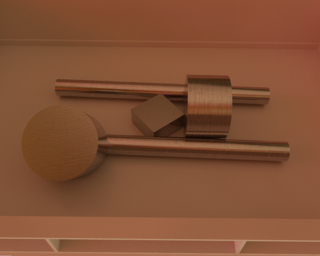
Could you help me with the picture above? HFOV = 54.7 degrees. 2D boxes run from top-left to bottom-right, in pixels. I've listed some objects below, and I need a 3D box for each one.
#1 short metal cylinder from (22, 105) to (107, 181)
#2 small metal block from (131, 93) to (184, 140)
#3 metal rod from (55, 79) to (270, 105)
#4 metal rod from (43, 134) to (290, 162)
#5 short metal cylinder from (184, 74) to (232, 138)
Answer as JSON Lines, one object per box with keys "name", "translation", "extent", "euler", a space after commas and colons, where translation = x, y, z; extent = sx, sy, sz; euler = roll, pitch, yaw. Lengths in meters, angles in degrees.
{"name": "short metal cylinder", "translation": [-0.104, 0.018, 0.348], "extent": [0.081, 0.050, 0.080], "euler": [0, 84, 1]}
{"name": "small metal block", "translation": [-0.003, -0.013, 0.414], "extent": [0.050, 0.025, 0.050], "euler": [-31, 57, -24]}
{"name": "metal rod", "translation": [0.003, -0.052, 0.446], "extent": [0.302, 0.025, 0.025], "euler": [3, 50, 1]}
{"name": "metal rod", "translation": [0.004, 0.023, 0.383], "extent": [0.302, 0.025, 0.025], "euler": [2, 50, 1]}
{"name": "short metal cylinder", "translation": [0.057, -0.027, 0.391], "extent": [0.050, 0.080, 0.080], "euler": [1, 50, 1]}
